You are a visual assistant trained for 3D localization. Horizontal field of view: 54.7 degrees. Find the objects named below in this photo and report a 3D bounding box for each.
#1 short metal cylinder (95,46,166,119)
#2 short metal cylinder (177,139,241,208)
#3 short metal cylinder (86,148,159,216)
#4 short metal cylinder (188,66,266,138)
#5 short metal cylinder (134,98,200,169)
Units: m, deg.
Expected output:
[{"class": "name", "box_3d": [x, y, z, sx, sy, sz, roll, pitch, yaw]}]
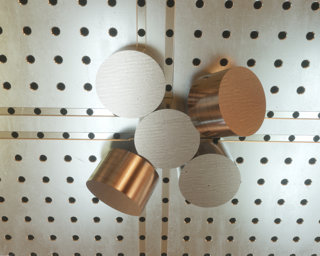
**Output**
[{"class": "short metal cylinder", "box_3d": [-0.034, -0.057, 0.378, 0.081, 0.050, 0.079, 0, 110, -1]}, {"class": "short metal cylinder", "box_3d": [0.064, 0.061, 0.423, 0.081, 0.050, 0.079, 0, 110, -1]}, {"class": "short metal cylinder", "box_3d": [-0.048, 0.071, 0.404, 0.080, 0.050, 0.080, 21, 147, 15]}, {"class": "short metal cylinder", "box_3d": [0.080, -0.029, 0.369, 0.081, 0.050, 0.080, 3, 85, -35]}, {"class": "short metal cylinder", "box_3d": [0.009, 0.006, 0.402, 0.081, 0.050, 0.079, 0, 110, -1]}]
